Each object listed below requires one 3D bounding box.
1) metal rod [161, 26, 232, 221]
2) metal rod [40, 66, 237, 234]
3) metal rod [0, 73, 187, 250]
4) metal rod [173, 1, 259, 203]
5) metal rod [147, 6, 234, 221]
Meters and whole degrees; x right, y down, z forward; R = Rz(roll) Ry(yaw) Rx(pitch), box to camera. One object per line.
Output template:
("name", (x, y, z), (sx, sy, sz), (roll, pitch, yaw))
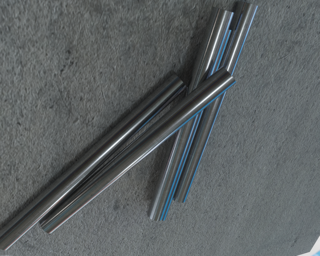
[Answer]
("metal rod", (0.036, 0.009, 0.434), (0.025, 0.025, 0.298), (2, 118, -30))
("metal rod", (-0.035, 0.033, 0.379), (0.300, 0.025, 0.025), (-40, 130, 11))
("metal rod", (-0.086, 0.042, 0.386), (0.300, 0.025, 0.025), (-42, 130, 0))
("metal rod", (0.068, -0.020, 0.433), (0.025, 0.025, 0.298), (2, 118, -30))
("metal rod", (0.032, -0.001, 0.403), (0.025, 0.025, 0.298), (2, 118, -30))
